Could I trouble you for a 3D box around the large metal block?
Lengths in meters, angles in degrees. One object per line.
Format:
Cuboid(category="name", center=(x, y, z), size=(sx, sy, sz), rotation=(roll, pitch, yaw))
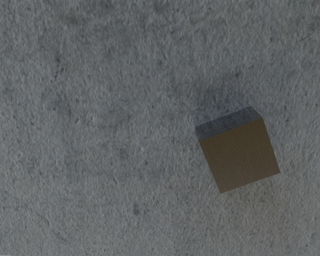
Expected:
Cuboid(category="large metal block", center=(0.100, 0.028, 0.407), size=(0.080, 0.050, 0.080), rotation=(-21, 109, 7))
